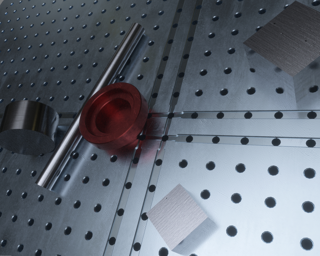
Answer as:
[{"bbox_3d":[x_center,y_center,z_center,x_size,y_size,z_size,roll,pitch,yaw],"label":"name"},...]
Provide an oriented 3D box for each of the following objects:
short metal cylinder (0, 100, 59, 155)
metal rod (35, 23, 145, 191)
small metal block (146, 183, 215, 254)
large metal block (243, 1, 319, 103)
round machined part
[{"bbox_3d":[-0.200,0.001,0.474,0.080,0.080,0.050,-16,56,19],"label":"short metal cylinder"},{"bbox_3d":[-0.102,-0.044,0.486,0.025,0.025,0.300,15,69,34],"label":"metal rod"},{"bbox_3d":[0.021,0.098,0.336,0.050,0.025,0.050,-42,51,-1],"label":"small metal block"},{"bbox_3d":[0.160,-0.090,0.364,0.080,0.050,0.080,-39,51,1],"label":"large metal block"},{"bbox_3d":[-0.060,-0.013,0.435,0.098,0.042,0.098,-13,56,20],"label":"round machined part"}]
